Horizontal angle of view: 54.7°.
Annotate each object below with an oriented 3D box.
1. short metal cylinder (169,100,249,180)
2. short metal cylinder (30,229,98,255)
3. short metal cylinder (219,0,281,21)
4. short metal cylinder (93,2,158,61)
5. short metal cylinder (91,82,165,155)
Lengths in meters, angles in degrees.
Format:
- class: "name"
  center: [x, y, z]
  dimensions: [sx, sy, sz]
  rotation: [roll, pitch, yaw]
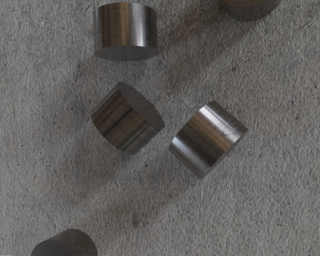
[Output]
- class: "short metal cylinder"
  center: [0.056, 0.015, 0.360]
  dimensions: [0.050, 0.080, 0.080]
  rotation: [44, 104, 15]
- class: "short metal cylinder"
  center: [-0.137, 0.192, 0.444]
  dimensions: [0.080, 0.050, 0.080]
  rotation: [0, 90, 20]
- class: "short metal cylinder"
  center: [0.103, -0.172, 0.359]
  dimensions: [0.080, 0.050, 0.080]
  rotation: [0, 90, 20]
- class: "short metal cylinder"
  center: [-0.043, -0.119, 0.395]
  dimensions: [0.080, 0.080, 0.050]
  rotation: [-2, 89, 20]
- class: "short metal cylinder"
  center: [-0.040, -0.013, 0.394]
  dimensions: [0.050, 0.080, 0.080]
  rotation: [-43, 77, 15]
